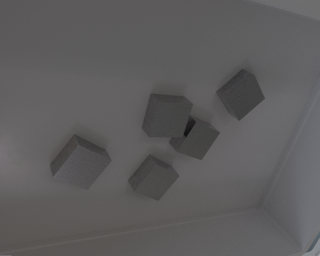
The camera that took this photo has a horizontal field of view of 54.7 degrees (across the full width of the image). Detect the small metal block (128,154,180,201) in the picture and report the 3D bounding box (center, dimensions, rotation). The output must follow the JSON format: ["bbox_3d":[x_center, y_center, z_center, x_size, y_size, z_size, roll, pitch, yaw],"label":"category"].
[{"bbox_3d":[-0.009,0.073,0.449,0.050,0.025,0.050,32,100,-38],"label":"small metal block"}]

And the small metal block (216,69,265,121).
[{"bbox_3d":[0.116,-0.047,0.443,0.050,0.025,0.050,-41,130,0],"label":"small metal block"}]

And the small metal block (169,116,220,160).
[{"bbox_3d":[0.050,0.014,0.444,0.050,0.025,0.050,21,107,-36],"label":"small metal block"}]

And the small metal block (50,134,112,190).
[{"bbox_3d":[-0.097,0.043,0.382,0.050,0.025,0.050,34,99,-39],"label":"small metal block"}]

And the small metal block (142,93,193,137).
[{"bbox_3d":[0.009,-0.015,0.404,0.050,0.025,0.050,1,118,-29],"label":"small metal block"}]
